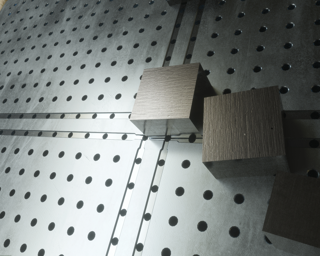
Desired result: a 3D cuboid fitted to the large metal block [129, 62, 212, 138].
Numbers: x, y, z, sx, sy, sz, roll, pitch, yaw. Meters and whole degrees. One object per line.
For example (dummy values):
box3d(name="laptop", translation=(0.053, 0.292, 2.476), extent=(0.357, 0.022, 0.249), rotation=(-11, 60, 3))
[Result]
box3d(name="large metal block", translation=(0.016, -0.034, 0.405), extent=(0.080, 0.050, 0.080), rotation=(-1, 61, 28))

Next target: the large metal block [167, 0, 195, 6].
box3d(name="large metal block", translation=(0.050, -0.265, 0.529), extent=(0.080, 0.050, 0.080), rotation=(-2, 61, 27))

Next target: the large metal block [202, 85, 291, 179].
box3d(name="large metal block", translation=(0.094, 0.007, 0.339), extent=(0.080, 0.050, 0.080), rotation=(-8, 58, 24))

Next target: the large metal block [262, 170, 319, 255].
box3d(name="large metal block", translation=(0.136, 0.080, 0.252), extent=(0.080, 0.080, 0.050), rotation=(9, 66, 32))
